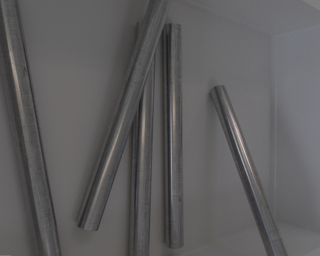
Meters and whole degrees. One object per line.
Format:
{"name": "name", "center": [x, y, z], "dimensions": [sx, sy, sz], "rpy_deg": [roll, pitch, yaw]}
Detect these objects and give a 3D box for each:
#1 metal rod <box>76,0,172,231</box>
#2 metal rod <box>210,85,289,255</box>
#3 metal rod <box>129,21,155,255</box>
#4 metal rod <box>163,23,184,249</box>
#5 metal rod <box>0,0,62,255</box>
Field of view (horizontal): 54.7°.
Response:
{"name": "metal rod", "center": [-0.036, -0.033, 0.356], "dimensions": [0.025, 0.025, 0.299], "rpy_deg": [22, 82, -38]}
{"name": "metal rod", "center": [0.125, 0.073, 0.426], "dimensions": [0.025, 0.025, 0.299], "rpy_deg": [6, 60, -40]}
{"name": "metal rod", "center": [-0.022, 0.018, 0.388], "dimensions": [0.025, 0.025, 0.298], "rpy_deg": [3, 88, -40]}
{"name": "metal rod", "center": [0.018, 0.011, 0.421], "dimensions": [0.025, 0.025, 0.298], "rpy_deg": [-1, 91, -40]}
{"name": "metal rod", "center": [-0.126, 0.022, 0.300], "dimensions": [0.025, 0.025, 0.298], "rpy_deg": [-13, 98, -39]}
